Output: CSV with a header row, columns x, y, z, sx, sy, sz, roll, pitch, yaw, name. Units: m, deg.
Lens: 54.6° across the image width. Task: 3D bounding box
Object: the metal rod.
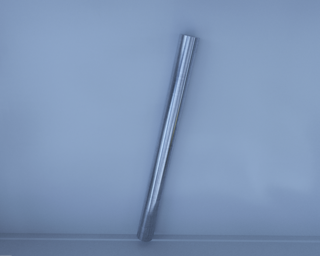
x,y,z,sx,sy,sz,roll,pitch,yaw,name
0.006,0.027,0.421,0.025,0.025,0.298,11,110,-4,metal rod
